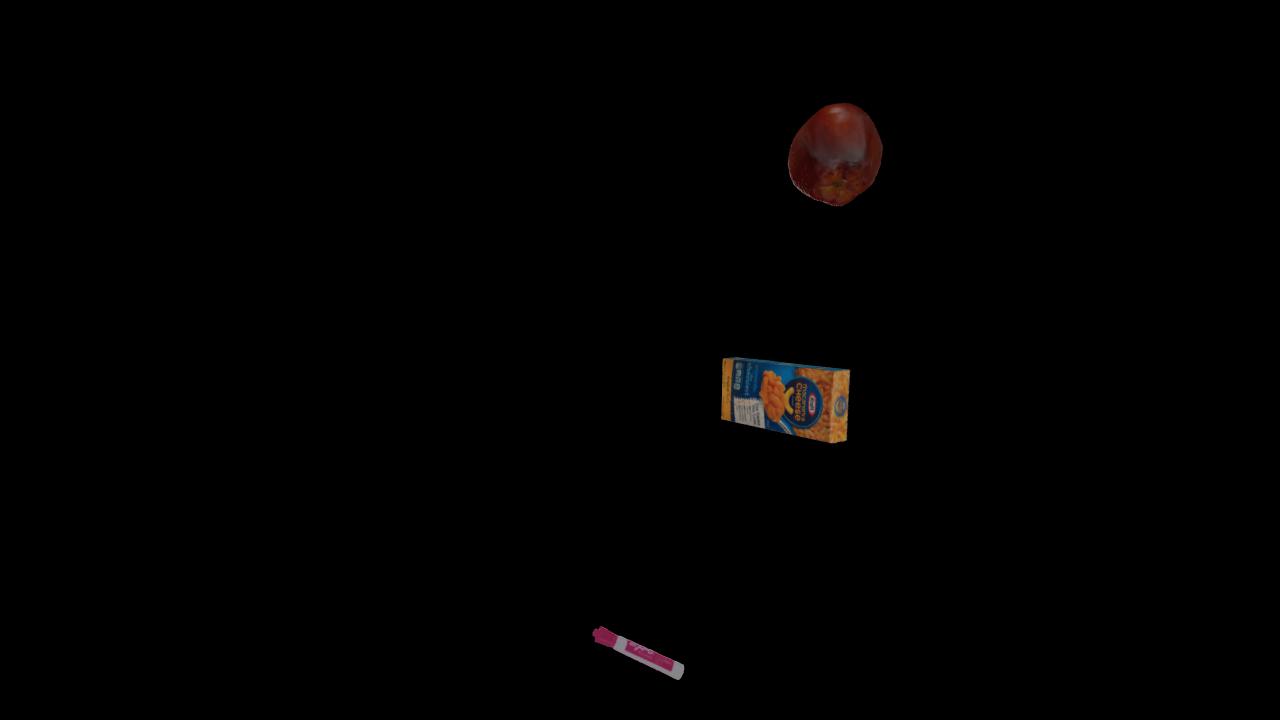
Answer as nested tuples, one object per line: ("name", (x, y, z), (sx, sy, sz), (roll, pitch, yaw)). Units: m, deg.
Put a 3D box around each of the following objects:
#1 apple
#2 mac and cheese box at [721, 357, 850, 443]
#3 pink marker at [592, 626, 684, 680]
("apple", (0.168, -0.177, 0.533), (0.079, 0.093, 0.079), (4, -35, 3))
("mac and cheese box", (0.189, 0.049, 0.826), (0.041, 0.093, 0.184), (-1, 5, -40))
("pink marker", (-0.003, 0.357, 0.750), (0.121, 0.020, 0.020), (28, -3, -6))
